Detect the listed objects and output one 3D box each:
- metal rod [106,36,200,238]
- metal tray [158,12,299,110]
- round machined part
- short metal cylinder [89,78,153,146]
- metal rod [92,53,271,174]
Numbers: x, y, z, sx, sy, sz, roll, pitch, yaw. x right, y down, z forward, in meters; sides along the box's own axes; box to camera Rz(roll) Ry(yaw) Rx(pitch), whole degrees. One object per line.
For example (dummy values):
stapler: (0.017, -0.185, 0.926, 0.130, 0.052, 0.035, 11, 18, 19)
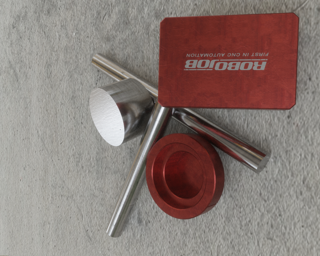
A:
metal rod: (-0.017, 0.030, 0.398, 0.025, 0.025, 0.298, 40, 121, 32)
metal tray: (0.066, -0.064, 0.312, 0.131, 0.030, 0.089, 2, 92, 12)
round machined part: (0.033, 0.055, 0.368, 0.098, 0.042, 0.097, 0, 90, 40)
short metal cylinder: (-0.051, -0.022, 0.415, 0.080, 0.050, 0.079, 29, 132, 40)
metal rod: (0.005, -0.035, 0.403, 0.300, 0.025, 0.025, 35, 112, 34)
